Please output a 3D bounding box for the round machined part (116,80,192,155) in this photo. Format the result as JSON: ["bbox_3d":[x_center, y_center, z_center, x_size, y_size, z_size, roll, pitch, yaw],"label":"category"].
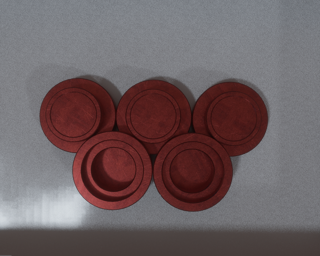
[{"bbox_3d":[-0.008,-0.014,0.400,0.099,0.042,0.097,0,89,0],"label":"round machined part"}]

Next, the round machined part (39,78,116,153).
[{"bbox_3d":[-0.106,-0.016,0.399,0.099,0.042,0.097,0,89,-1],"label":"round machined part"}]

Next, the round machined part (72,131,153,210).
[{"bbox_3d":[-0.058,0.052,0.401,0.099,0.042,0.097,0,90,0],"label":"round machined part"}]

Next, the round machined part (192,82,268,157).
[{"bbox_3d":[0.091,-0.011,0.401,0.099,0.042,0.097,0,89,0],"label":"round machined part"}]

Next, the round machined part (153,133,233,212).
[{"bbox_3d":[0.040,0.054,0.401,0.099,0.042,0.097,0,90,0],"label":"round machined part"}]
